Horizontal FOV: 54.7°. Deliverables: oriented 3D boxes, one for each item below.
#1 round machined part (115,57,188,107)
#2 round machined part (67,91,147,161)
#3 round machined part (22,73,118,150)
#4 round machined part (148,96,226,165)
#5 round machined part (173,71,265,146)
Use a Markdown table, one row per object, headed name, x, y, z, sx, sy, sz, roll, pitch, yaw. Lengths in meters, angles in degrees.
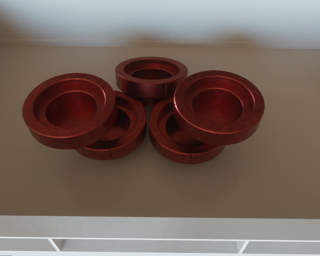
| name | x | y | z | sx | sy | sz | roll | pitch | yaw |
| --- | --- | --- | --- | --- | --- | --- | --- | --- | --- |
| round machined part | -0.012 | -0.063 | 0.432 | 0.099 | 0.042 | 0.098 | 1 | 32 | -1 |
| round machined part | -0.065 | 0.001 | 0.391 | 0.099 | 0.042 | 0.098 | 0 | 50 | 0 |
| round machined part | -0.097 | -0.015 | 0.350 | 0.099 | 0.042 | 0.098 | 0 | 50 | 0 |
| round machined part | 0.035 | 0.005 | 0.388 | 0.099 | 0.042 | 0.098 | 0 | 50 | 0 |
| round machined part | 0.064 | -0.019 | 0.354 | 0.099 | 0.042 | 0.098 | 0 | 50 | 0 |
